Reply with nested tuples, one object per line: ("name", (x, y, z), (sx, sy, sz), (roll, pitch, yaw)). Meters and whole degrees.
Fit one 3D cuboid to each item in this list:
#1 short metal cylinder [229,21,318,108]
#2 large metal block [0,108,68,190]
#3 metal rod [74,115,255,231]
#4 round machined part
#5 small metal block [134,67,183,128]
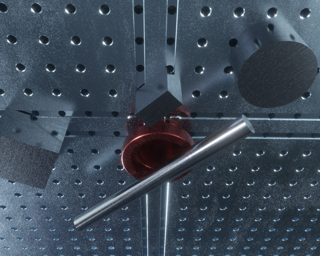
("short metal cylinder", (0.121, -0.069, 0.339), (0.081, 0.050, 0.079), (-1, 130, 0))
("large metal block", (-0.181, 0.030, 0.418), (0.080, 0.050, 0.079), (20, 127, -17))
("metal rod", (-0.011, 0.071, 0.417), (0.299, 0.025, 0.025), (-34, 123, 25))
("round machined part", (-0.002, 0.029, 0.426), (0.099, 0.042, 0.097), (-1, 130, 0))
("small metal block", (-0.002, -0.036, 0.364), (0.050, 0.050, 0.025), (-34, 122, 25))
